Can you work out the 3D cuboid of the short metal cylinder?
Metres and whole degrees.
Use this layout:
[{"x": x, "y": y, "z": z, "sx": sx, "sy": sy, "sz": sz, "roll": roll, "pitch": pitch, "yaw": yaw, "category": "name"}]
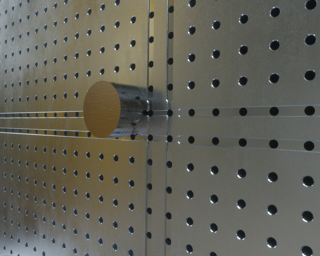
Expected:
[{"x": -0.066, "y": -0.026, "z": 0.449, "sx": 0.080, "sy": 0.050, "sz": 0.080, "roll": 0, "pitch": 90, "yaw": 40, "category": "short metal cylinder"}]
